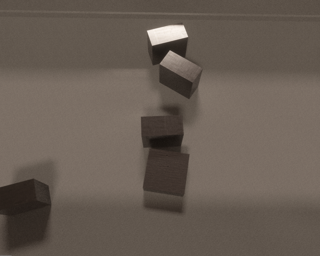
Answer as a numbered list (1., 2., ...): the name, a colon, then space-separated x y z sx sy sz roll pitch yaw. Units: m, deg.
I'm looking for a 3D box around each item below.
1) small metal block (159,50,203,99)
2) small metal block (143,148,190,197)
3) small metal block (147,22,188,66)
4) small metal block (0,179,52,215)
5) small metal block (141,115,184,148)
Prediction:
1. small metal block: 0.027 -0.071 0.423 0.050 0.050 0.025 31 73 10
2. small metal block: 0.008 0.056 0.389 0.050 0.025 0.050 9 70 2
3. small metal block: 0.010 -0.118 0.440 0.050 0.050 0.025 -16 71 -6
4. small metal block: -0.163 0.083 0.364 0.050 0.050 0.025 -14 71 -6
5. small metal block: 0.003 0.005 0.394 0.050 0.050 0.025 -3 70 -1
